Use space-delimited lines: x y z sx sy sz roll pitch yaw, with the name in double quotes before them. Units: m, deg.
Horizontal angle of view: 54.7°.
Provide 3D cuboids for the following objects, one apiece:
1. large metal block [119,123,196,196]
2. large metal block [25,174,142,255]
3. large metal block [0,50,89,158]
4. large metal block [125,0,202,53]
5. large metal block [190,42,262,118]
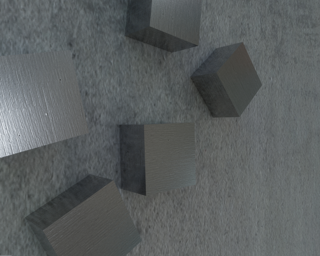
"large metal block" -0.002 0.034 0.389 0.081 0.050 0.079 -3 92 -40
"large metal block" -0.077 0.107 0.325 0.081 0.050 0.080 -34 111 -35
"large metal block" -0.122 -0.024 0.287 0.081 0.050 0.079 -18 102 -39
"large metal block" 0.006 -0.150 0.395 0.081 0.050 0.080 8 85 -40
"large metal block" 0.104 -0.073 0.479 0.080 0.050 0.080 -49 119 -29
